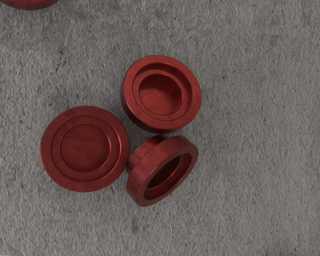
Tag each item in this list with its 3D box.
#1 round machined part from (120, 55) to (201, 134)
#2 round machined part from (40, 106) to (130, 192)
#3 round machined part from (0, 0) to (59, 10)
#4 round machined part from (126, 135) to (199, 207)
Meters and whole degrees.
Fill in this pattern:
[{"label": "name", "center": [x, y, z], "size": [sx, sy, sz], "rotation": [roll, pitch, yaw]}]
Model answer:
[{"label": "round machined part", "center": [-0.002, -0.039, 0.390], "size": [0.099, 0.042, 0.098], "rotation": [6, 71, -16]}, {"label": "round machined part", "center": [-0.089, 0.023, 0.367], "size": [0.099, 0.042, 0.097], "rotation": [0, 90, -20]}, {"label": "round machined part", "center": [-0.151, -0.179, 0.344], "size": [0.099, 0.042, 0.097], "rotation": [0, 90, -20]}, {"label": "round machined part", "center": [-0.002, 0.046, 0.380], "size": [0.098, 0.098, 0.042], "rotation": [-38, 61, -16]}]
